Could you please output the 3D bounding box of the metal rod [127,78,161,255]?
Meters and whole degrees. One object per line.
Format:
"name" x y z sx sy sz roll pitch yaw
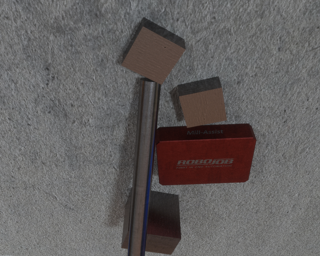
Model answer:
"metal rod" -0.025 0.084 0.410 0.025 0.025 0.298 4 109 -4

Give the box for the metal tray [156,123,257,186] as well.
"metal tray" 0.062 0.039 0.439 0.131 0.030 0.089 -3 130 1

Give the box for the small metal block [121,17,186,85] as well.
"small metal block" -0.008 -0.083 0.337 0.050 0.025 0.050 23 126 -19

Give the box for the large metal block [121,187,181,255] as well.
"large metal block" -0.014 0.149 0.498 0.081 0.080 0.050 12 129 -11

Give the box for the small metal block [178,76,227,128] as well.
"small metal block" 0.052 -0.031 0.382 0.050 0.025 0.050 -11 130 9
